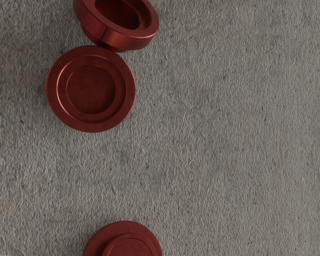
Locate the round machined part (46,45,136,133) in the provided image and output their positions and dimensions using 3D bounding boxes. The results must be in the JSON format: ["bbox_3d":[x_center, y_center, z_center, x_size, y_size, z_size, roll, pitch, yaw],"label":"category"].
[{"bbox_3d":[-0.081,-0.045,0.366,0.099,0.042,0.097,-2,98,-18],"label":"round machined part"}]

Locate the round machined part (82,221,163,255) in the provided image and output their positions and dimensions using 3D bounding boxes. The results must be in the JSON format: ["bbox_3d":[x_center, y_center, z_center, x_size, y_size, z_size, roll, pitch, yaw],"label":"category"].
[{"bbox_3d":[-0.041,0.161,0.369,0.099,0.042,0.098,8,67,-20],"label":"round machined part"}]

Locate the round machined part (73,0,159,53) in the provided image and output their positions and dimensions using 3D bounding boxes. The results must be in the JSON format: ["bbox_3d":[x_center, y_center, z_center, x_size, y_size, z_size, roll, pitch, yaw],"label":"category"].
[{"bbox_3d":[-0.054,-0.128,0.364,0.099,0.042,0.098,19,50,-23],"label":"round machined part"}]
